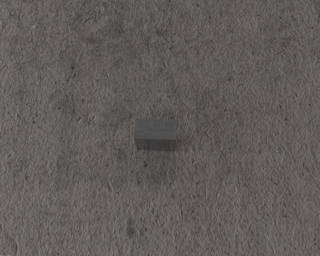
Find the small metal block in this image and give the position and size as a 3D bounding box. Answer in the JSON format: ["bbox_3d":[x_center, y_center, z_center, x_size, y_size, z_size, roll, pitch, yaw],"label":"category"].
[{"bbox_3d":[-0.005,0.010,0.391,0.050,0.050,0.025,2,70,1],"label":"small metal block"}]
